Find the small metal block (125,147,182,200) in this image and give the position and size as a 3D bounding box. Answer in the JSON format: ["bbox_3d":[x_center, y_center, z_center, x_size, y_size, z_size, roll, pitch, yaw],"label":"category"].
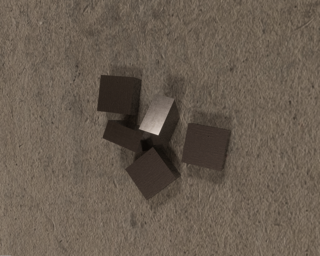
[{"bbox_3d":[-0.009,0.059,0.411,0.050,0.025,0.050,-40,78,15],"label":"small metal block"}]

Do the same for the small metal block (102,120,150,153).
[{"bbox_3d":[-0.038,0.010,0.408,0.050,0.050,0.025,22,98,18],"label":"small metal block"}]

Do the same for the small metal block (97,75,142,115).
[{"bbox_3d":[-0.056,-0.045,0.428,0.050,0.025,0.050,7,92,19],"label":"small metal block"}]

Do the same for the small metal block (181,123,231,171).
[{"bbox_3d":[0.058,0.023,0.388,0.050,0.025,0.050,11,94,19],"label":"small metal block"}]

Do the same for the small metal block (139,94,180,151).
[{"bbox_3d":[0.001,-0.006,0.386,0.025,0.050,0.050,17,70,18],"label":"small metal block"}]
